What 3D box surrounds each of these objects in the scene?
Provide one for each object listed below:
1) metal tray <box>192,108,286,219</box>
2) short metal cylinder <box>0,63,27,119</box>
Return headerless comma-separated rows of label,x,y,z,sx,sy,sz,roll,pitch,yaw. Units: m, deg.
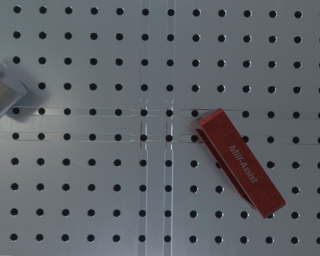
metal tray,0.091,0.039,0.381,0.030,0.090,0.130,-34,90,0
short metal cylinder,-0.216,-0.053,0.384,0.050,0.080,0.080,-44,90,0
